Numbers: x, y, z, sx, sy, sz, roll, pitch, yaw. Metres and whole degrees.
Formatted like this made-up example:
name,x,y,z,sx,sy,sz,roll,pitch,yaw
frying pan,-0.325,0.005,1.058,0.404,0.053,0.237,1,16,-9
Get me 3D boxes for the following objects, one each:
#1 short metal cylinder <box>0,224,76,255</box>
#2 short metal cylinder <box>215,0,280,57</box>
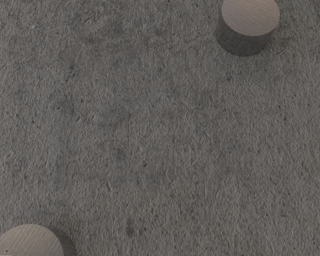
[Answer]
name,x,y,z,sx,sy,sz,roll,pitch,yaw
short metal cylinder,-0.138,0.148,0.340,0.081,0.050,0.080,0,70,0
short metal cylinder,0.125,-0.152,0.452,0.081,0.050,0.080,0,70,0
